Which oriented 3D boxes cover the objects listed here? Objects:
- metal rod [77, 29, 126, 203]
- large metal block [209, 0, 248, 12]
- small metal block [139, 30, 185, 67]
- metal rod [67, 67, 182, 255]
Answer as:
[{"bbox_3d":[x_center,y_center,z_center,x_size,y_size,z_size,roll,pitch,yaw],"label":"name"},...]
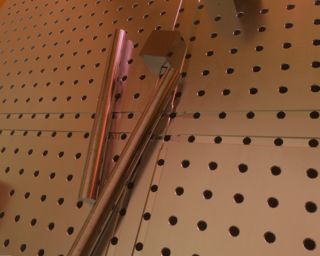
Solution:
[{"bbox_3d":[-0.083,-0.036,0.473,0.025,0.025,0.299,-9,58,23],"label":"metal rod"},{"bbox_3d":[0.095,-0.235,0.467,0.050,0.080,0.080,-45,51,-3],"label":"large metal block"},{"bbox_3d":[0.003,-0.125,0.483,0.050,0.025,0.050,15,69,34],"label":"small metal block"},{"bbox_3d":[-0.044,0.048,0.401,0.025,0.025,0.300,15,69,34],"label":"metal rod"}]
